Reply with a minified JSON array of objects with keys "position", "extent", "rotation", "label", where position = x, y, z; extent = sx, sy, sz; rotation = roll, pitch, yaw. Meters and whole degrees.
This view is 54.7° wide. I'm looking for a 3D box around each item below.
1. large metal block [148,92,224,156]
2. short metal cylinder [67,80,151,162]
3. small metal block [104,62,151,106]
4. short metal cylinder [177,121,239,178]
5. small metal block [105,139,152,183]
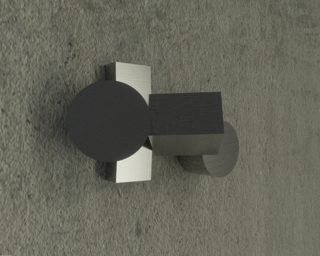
[{"position":[0.031,-0.002,0.374],"extent":[0.080,0.080,0.050],"rotation":[78,11,-68],"label":"large metal block"},{"position":[-0.051,-0.007,0.325],"extent":[0.081,0.050,0.079],"rotation":[0,91,-5],"label":"short metal cylinder"},{"position":[-0.038,-0.051,0.375],"extent":[0.050,0.025,0.050],"rotation":[-2,91,-40],"label":"small metal block"},{"position":[0.070,0.029,0.451],"extent":[0.081,0.050,0.079],"rotation":[0,90,-40],"label":"short metal cylinder"},{"position":[-0.038,0.038,0.376],"extent":[0.050,0.025,0.050],"rotation":[4,88,-40],"label":"small metal block"}]
